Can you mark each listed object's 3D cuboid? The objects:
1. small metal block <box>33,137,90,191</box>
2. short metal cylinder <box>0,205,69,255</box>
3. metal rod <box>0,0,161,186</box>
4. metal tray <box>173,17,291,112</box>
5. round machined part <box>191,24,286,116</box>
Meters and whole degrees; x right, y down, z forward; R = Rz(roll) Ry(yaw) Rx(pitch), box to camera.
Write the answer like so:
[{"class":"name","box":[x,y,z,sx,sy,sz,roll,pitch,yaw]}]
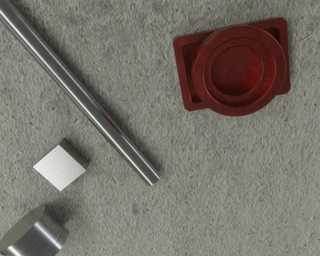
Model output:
[{"class":"small metal block","box":[-0.135,0.050,0.427,0.050,0.025,0.050,-39,106,13]},{"class":"short metal cylinder","box":[-0.178,0.157,0.436,0.080,0.080,0.050,-33,107,11]},{"class":"metal rod","box":[-0.100,-0.039,0.394,0.025,0.025,0.300,-36,107,12]},{"class":"metal tray","box":[0.087,-0.077,0.379,0.131,0.030,0.089,-10,110,3]},{"class":"round machined part","box":[0.084,-0.066,0.347,0.099,0.042,0.097,0,114,-1]}]
